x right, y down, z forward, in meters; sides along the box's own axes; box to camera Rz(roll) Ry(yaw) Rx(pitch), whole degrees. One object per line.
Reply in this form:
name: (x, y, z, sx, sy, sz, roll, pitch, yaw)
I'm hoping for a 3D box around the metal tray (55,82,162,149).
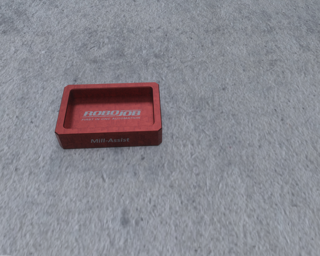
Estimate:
metal tray: (-0.065, -0.019, 0.414, 0.131, 0.030, 0.090, -2, 50, -2)
